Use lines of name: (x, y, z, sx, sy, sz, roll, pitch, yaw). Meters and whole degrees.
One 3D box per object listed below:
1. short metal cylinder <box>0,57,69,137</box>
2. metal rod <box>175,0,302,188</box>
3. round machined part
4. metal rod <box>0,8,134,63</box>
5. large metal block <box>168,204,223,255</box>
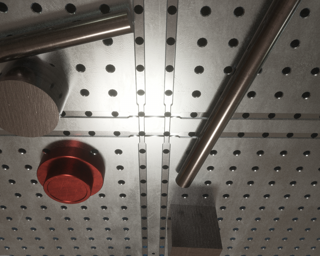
short metal cylinder: (-0.154, -0.035, 0.363, 0.081, 0.050, 0.079, 0, 130, 0)
metal rod: (0.082, -0.024, 0.392, 0.025, 0.025, 0.298, 14, 129, -12)
round machined part: (-0.134, 0.077, 0.464, 0.099, 0.042, 0.097, -1, 130, 0)
metal rod: (-0.177, -0.083, 0.337, 0.301, 0.025, 0.025, -10, 130, 8)
large metal block: (0.056, 0.181, 0.530, 0.081, 0.080, 0.050, 5, 130, -5)
